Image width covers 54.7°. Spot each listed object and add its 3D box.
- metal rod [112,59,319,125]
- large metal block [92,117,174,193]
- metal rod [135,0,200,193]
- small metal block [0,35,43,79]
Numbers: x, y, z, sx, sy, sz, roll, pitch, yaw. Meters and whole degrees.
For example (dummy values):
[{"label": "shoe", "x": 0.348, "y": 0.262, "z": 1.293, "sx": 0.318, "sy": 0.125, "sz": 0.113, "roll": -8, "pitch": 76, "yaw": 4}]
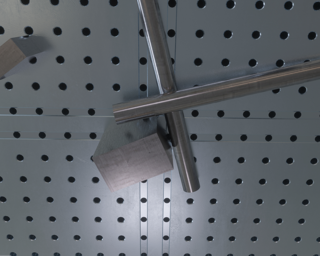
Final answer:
[{"label": "metal rod", "x": 0.093, "y": -0.049, "z": 0.378, "sx": 0.302, "sy": 0.025, "sz": 0.025, "roll": -13, "pitch": 110, "yaw": -3}, {"label": "large metal block", "x": -0.031, "y": 0.027, "z": 0.394, "sx": 0.080, "sy": 0.080, "sz": 0.050, "roll": -22, "pitch": 109, "yaw": 7}, {"label": "metal rod", "x": 0.010, "y": -0.050, "z": 0.394, "sx": 0.025, "sy": 0.025, "sz": 0.298, "roll": -13, "pitch": 110, "yaw": 4}, {"label": "small metal block", "x": -0.176, "y": -0.083, "z": 0.368, "sx": 0.050, "sy": 0.050, "sz": 0.025, "roll": -33, "pitch": 107, "yaw": 11}]
